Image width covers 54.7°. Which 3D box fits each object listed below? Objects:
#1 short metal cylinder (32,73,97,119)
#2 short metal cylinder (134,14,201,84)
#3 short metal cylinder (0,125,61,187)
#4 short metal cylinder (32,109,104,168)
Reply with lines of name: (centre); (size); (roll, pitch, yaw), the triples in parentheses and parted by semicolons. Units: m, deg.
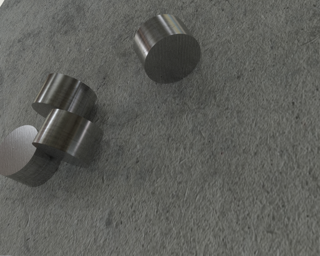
short metal cylinder: (-0.143, -0.039, 0.468); (0.080, 0.080, 0.050); (6, 65, 31)
short metal cylinder: (0.009, -0.109, 0.430); (0.080, 0.080, 0.050); (-31, 52, 8)
short metal cylinder: (-0.196, 0.042, 0.465); (0.080, 0.050, 0.080); (-13, 56, 21)
short metal cylinder: (-0.124, 0.016, 0.425); (0.080, 0.080, 0.050); (8, 66, 31)
